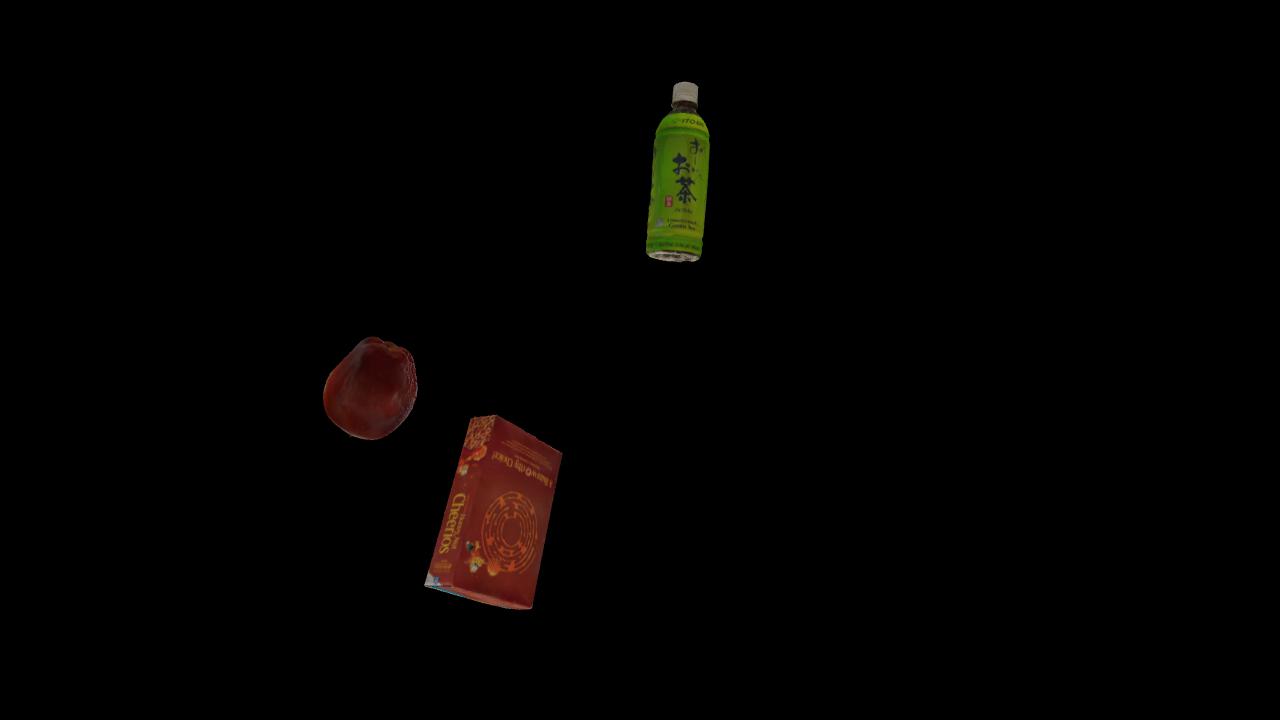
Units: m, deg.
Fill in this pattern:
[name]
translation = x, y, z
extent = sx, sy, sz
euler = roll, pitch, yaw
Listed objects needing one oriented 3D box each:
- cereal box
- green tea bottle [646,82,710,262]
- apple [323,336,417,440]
[cereal box]
translation = -0.255, 0.279, 1.123
extent = 0.081, 0.306, 0.203
euler = -10, -32, 31
[green tea bottle]
translation = 0.049, -0.230, 0.755
extent = 0.073, 0.212, 0.073
euler = 4, -1, 0
[apple]
translation = -0.245, 0.028, 0.565
extent = 0.079, 0.093, 0.079
euler = 25, 5, -2
